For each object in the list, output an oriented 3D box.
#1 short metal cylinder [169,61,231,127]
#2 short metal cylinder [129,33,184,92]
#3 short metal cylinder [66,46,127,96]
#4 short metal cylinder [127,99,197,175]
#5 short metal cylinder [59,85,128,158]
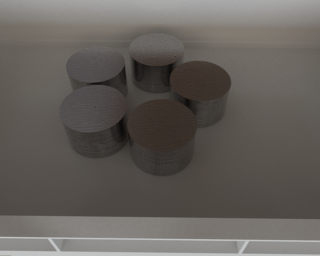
[{"bbox_3d":[0.053,-0.048,0.426,0.080,0.050,0.080,0,50,0],"label":"short metal cylinder"},{"bbox_3d":[-0.005,-0.100,0.470,0.080,0.050,0.080,0,50,0],"label":"short metal cylinder"},{"bbox_3d":[-0.089,-0.074,0.447,0.080,0.050,0.080,0,50,0],"label":"short metal cylinder"},{"bbox_3d":[0.003,0.010,0.377,0.080,0.050,0.080,0,50,0],"label":"short metal cylinder"},{"bbox_3d":[-0.080,-0.009,0.393,0.080,0.050,0.080,0,50,0],"label":"short metal cylinder"}]
